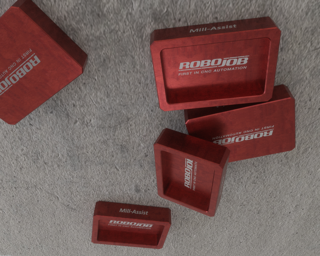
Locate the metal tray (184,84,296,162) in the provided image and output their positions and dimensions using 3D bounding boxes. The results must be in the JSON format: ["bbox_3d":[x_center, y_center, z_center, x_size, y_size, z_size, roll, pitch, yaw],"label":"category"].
[{"bbox_3d":[0.105,0.001,0.406,0.131,0.030,0.090,-12,129,10],"label":"metal tray"}]

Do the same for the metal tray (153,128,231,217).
[{"bbox_3d":[0.041,0.065,0.425,0.090,0.030,0.129,18,141,18],"label":"metal tray"}]

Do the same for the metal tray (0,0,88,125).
[{"bbox_3d":[-0.158,-0.067,0.345,0.130,0.030,0.090,-30,124,23],"label":"metal tray"}]

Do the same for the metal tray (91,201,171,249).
[{"bbox_3d":[-0.052,0.175,0.551,0.131,0.030,0.089,8,130,-7],"label":"metal tray"}]

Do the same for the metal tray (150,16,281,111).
[{"bbox_3d":[0.060,-0.068,0.346,0.131,0.030,0.089,-5,130,4],"label":"metal tray"}]
